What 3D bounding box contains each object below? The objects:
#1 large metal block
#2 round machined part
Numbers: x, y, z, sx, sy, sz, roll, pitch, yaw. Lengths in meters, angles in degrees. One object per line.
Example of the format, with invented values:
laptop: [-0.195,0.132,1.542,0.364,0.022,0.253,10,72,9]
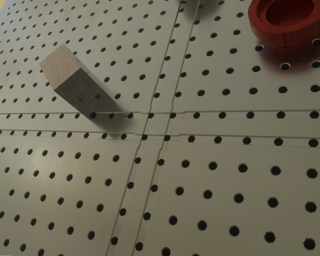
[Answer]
large metal block: [-0.133,-0.073,0.488,0.050,0.080,0.080,-41,51,1]
round machined part: [0.167,-0.144,0.398,0.098,0.042,0.098,-13,56,21]
